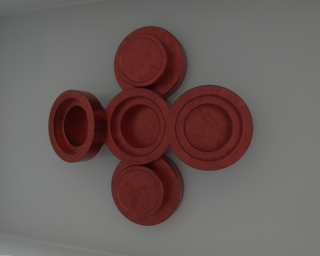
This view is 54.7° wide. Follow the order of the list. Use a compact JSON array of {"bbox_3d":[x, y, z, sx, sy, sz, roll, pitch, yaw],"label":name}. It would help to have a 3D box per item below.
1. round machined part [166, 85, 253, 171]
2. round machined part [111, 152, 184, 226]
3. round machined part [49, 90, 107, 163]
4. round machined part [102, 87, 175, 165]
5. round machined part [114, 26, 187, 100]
[{"bbox_3d":[0.057,0.000,0.371,0.099,0.042,0.097,0,90,3],"label":"round machined part"},{"bbox_3d":[-0.021,0.080,0.407,0.098,0.042,0.097,0,90,20],"label":"round machined part"},{"bbox_3d":[-0.108,-0.002,0.429,0.098,0.042,0.097,0,90,37],"label":"round machined part"},{"bbox_3d":[-0.023,-0.002,0.407,0.098,0.042,0.097,0,90,20],"label":"round machined part"},{"bbox_3d":[-0.017,-0.085,0.406,0.098,0.042,0.097,0,90,20],"label":"round machined part"}]
